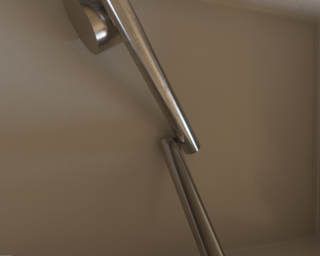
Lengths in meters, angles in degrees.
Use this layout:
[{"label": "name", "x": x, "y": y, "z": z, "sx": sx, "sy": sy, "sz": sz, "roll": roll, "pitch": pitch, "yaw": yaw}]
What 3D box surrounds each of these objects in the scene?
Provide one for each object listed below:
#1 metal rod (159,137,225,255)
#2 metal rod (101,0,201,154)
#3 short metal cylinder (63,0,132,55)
[{"label": "metal rod", "x": 0.057, "y": 0.137, "z": 0.339, "sx": 0.025, "sy": 0.025, "sz": 0.299, "roll": -8, "pitch": 55, "yaw": -20}, {"label": "metal rod", "x": -0.016, "y": -0.078, "z": 0.342, "sx": 0.025, "sy": 0.025, "sz": 0.299, "roll": -42, "pitch": 127, "yaw": -15}, {"label": "short metal cylinder", "x": -0.070, "y": -0.131, "z": 0.356, "sx": 0.050, "sy": 0.080, "sz": 0.080, "roll": -32, "pitch": 101, "yaw": -17}]
